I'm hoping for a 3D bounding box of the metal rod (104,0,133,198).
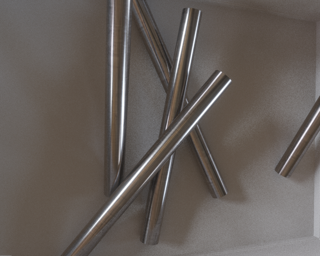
[{"bbox_3d":[-0.045,-0.054,0.330,0.025,0.025,0.298,-4,116,-20],"label":"metal rod"}]

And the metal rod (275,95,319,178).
[{"bbox_3d":[0.249,-0.059,0.437,0.025,0.025,0.298,18,109,-19],"label":"metal rod"}]

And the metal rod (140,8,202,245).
[{"bbox_3d":[0.013,0.001,0.395,0.025,0.025,0.298,9,94,-20],"label":"metal rod"}]

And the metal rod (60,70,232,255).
[{"bbox_3d":[-0.020,0.053,0.368,0.025,0.025,0.300,40,88,-16],"label":"metal rod"}]

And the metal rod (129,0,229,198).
[{"bbox_3d":[0.025,-0.041,0.419,0.025,0.025,0.299,-27,99,-18],"label":"metal rod"}]
